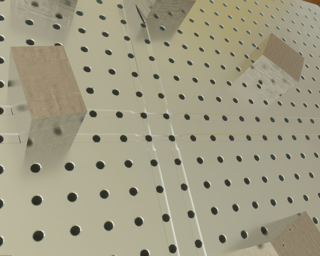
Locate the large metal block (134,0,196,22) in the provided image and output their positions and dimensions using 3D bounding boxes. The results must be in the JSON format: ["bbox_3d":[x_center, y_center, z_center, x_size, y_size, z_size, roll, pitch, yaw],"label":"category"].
[{"bbox_3d":[0.002,-0.231,0.533,0.081,0.050,0.080,-12,68,-33],"label":"large metal block"}]

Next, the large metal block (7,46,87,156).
[{"bbox_3d":[-0.122,-0.028,0.324,0.050,0.080,0.080,-12,68,-33],"label":"large metal block"}]

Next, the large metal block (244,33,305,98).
[{"bbox_3d":[0.214,-0.117,0.578,0.080,0.050,0.080,36,51,-5],"label":"large metal block"}]

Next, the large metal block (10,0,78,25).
[{"bbox_3d":[-0.154,-0.202,0.432,0.081,0.050,0.080,13,56,-21],"label":"large metal block"}]

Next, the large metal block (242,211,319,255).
[{"bbox_3d":[0.164,0.162,0.381,0.081,0.050,0.080,-20,72,-35],"label":"large metal block"}]
